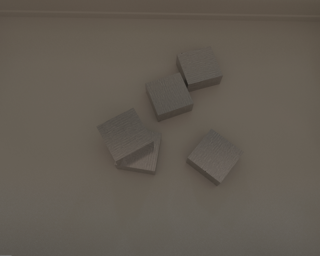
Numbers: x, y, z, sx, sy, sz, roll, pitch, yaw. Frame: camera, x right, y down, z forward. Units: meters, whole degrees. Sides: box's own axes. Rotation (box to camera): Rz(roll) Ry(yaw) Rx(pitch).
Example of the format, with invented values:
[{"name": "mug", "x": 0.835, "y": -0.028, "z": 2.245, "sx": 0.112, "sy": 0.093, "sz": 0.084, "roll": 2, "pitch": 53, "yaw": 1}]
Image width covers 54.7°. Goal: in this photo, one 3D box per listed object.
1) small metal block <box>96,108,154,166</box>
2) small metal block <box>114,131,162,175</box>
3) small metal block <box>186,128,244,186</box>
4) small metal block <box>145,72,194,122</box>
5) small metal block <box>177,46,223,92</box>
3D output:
[{"name": "small metal block", "x": -0.042, "y": 0.011, "z": 0.379, "sx": 0.050, "sy": 0.025, "sz": 0.050, "roll": -28, "pitch": 72, "yaw": -10}, {"name": "small metal block", "x": -0.027, "y": 0.030, "z": 0.398, "sx": 0.050, "sy": 0.025, "sz": 0.050, "roll": 9, "pitch": 70, "yaw": 3}, {"name": "small metal block", "x": 0.070, "y": 0.038, "z": 0.397, "sx": 0.050, "sy": 0.025, "sz": 0.050, "roll": 37, "pitch": 74, "yaw": 12}, {"name": "small metal block", "x": 0.012, "y": -0.042, "z": 0.425, "sx": 0.050, "sy": 0.025, "sz": 0.050, "roll": -19, "pitch": 71, "yaw": -7}, {"name": "small metal block", "x": 0.055, "y": -0.084, "z": 0.441, "sx": 0.050, "sy": 0.025, "sz": 0.050, "roll": -15, "pitch": 71, "yaw": -6}]
